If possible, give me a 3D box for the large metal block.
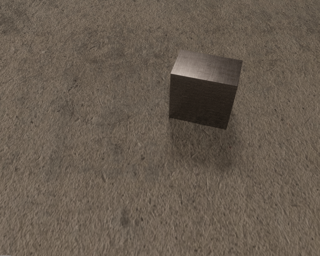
[{"bbox_3d":[0.058,-0.050,0.410,0.080,0.080,0.050,13,51,10],"label":"large metal block"}]
